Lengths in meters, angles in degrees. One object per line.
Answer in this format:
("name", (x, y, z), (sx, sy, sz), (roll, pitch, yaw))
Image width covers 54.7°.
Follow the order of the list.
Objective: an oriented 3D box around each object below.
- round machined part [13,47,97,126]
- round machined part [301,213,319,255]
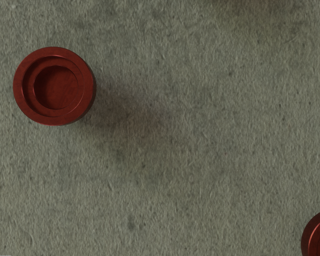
("round machined part", (-0.131, -0.051, 0.400), (0.099, 0.042, 0.097), (0, 90, -1))
("round machined part", (0.233, 0.152, 0.405), (0.099, 0.042, 0.097), (0, 90, -1))
